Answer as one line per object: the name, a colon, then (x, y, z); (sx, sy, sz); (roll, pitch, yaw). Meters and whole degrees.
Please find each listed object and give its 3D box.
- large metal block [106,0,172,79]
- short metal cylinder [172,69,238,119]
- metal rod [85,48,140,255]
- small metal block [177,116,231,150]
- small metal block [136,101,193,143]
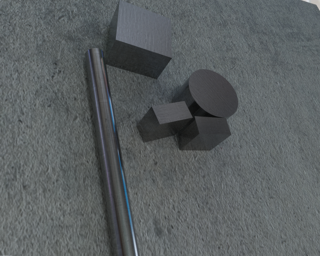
large metal block: (-0.031, -0.127, 0.450); (0.081, 0.050, 0.080); (13, 56, -21)
short metal cylinder: (0.064, -0.038, 0.447); (0.081, 0.050, 0.080); (14, 56, -21)
metal rod: (-0.056, 0.032, 0.354); (0.025, 0.025, 0.299); (1, 61, -28)
small metal block: (0.058, 0.009, 0.416); (0.050, 0.050, 0.025); (2, 61, -28)
small metal block: (0.005, -0.008, 0.397); (0.050, 0.050, 0.025); (-12, 68, -33)
